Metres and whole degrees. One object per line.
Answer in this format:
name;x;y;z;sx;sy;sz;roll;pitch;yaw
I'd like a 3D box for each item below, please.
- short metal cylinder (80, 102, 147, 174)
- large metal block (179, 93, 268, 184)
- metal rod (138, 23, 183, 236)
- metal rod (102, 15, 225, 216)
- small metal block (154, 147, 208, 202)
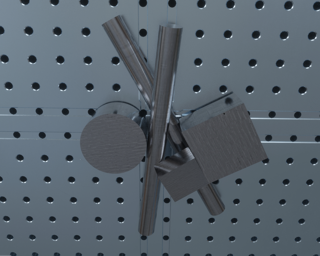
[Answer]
short metal cylinder;-0.057;0.012;0.400;0.081;0.050;0.079;0;110;-1
large metal block;0.080;0.012;0.401;0.080;0.050;0.080;-26;108;9
metal rod;-0.004;0.022;0.397;0.025;0.025;0.298;6;118;-2
metal rod;0.013;-0.003;0.408;0.025;0.025;0.299;-27;109;9
small metal block;0.028;0.060;0.398;0.050;0.025;0.050;-29;123;2
